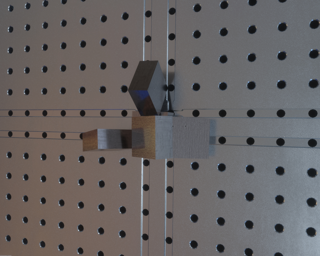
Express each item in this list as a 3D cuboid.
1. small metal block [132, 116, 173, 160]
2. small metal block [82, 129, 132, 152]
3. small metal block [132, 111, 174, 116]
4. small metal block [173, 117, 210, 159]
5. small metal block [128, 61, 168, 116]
[{"bbox_3d":[-0.010,0.011,0.378,0.050,0.025,0.050,-1,90,53],"label":"small metal block"},{"bbox_3d":[-0.070,0.017,0.414,0.050,0.050,0.025,-12,78,54],"label":"small metal block"},{"bbox_3d":[-0.010,0.003,0.417,0.050,0.025,0.050,3,91,20],"label":"small metal block"},{"bbox_3d":[0.034,0.012,0.389,0.050,0.025,0.050,2,91,-11],"label":"small metal block"},{"bbox_3d":[-0.014,-0.050,0.394,0.025,0.050,0.050,3,55,21],"label":"small metal block"}]
